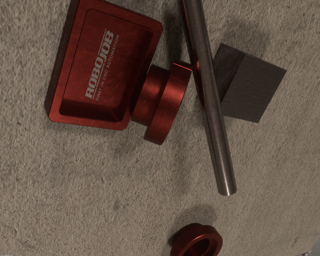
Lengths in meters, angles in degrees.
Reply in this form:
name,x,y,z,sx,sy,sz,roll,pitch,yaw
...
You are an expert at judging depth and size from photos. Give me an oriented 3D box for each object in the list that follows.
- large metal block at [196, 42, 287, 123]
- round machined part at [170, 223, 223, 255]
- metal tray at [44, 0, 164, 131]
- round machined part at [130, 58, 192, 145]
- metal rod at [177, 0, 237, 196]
name,x,y,z,sx,sy,sz,roll,pitch,yaw
large metal block,0.108,-0.059,0.416,0.081,0.050,0.079,10,113,-33
round machined part,0.062,0.213,0.564,0.099,0.042,0.097,-14,125,-21
metal tray,-0.061,-0.064,0.330,0.091,0.030,0.129,9,114,-33
round machined part,-0.002,-0.033,0.349,0.042,0.098,0.097,21,110,-4
metal rod,0.054,-0.050,0.361,0.025,0.025,0.298,-22,113,-16
